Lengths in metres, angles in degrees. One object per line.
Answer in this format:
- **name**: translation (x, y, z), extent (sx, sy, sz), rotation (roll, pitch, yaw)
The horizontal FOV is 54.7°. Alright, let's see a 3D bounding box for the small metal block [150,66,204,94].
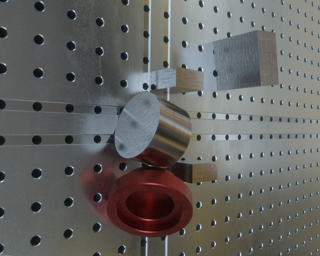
- **small metal block**: translation (0.023, -0.063, 0.414), extent (0.050, 0.050, 0.025), rotation (1, 89, -40)

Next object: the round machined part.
- **round machined part**: translation (-0.011, 0.083, 0.367), extent (0.098, 0.098, 0.042), rotation (50, 25, -29)

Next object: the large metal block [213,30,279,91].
- **large metal block**: translation (0.135, -0.103, 0.489), extent (0.050, 0.080, 0.079), rotation (-10, 96, -40)

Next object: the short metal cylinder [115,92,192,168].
- **short metal cylinder**: translation (-0.009, 0.003, 0.367), extent (0.050, 0.080, 0.080), rotation (23, 75, -38)

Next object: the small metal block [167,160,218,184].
- **small metal block**: translation (0.045, 0.059, 0.433), extent (0.050, 0.050, 0.025), rotation (1, 90, -40)
